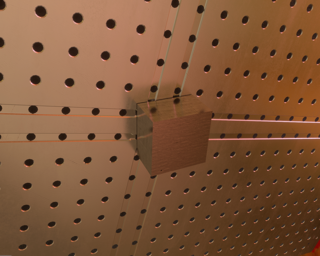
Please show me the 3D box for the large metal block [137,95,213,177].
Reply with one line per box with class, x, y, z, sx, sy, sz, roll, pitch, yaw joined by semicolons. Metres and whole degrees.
large metal block;0.017;0.008;0.407;0.081;0.050;0.079;-12;124;-22
